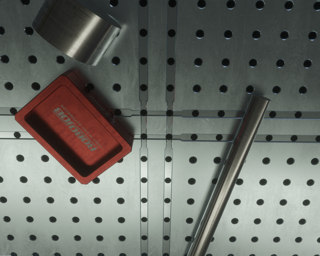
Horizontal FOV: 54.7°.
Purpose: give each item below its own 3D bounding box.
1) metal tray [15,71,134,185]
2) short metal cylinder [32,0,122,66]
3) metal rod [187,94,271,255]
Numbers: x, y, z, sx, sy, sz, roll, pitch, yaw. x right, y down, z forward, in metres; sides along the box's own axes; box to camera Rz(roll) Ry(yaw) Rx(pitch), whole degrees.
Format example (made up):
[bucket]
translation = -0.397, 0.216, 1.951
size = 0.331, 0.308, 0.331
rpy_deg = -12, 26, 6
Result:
[metal tray]
translation = -0.110, 0.002, 0.410
size = 0.090, 0.030, 0.130
rpy_deg = -37, 106, 12
[short metal cylinder]
translation = -0.090, -0.113, 0.341
size = 0.080, 0.080, 0.050
rpy_deg = 34, 107, -12
[metal rod]
translation = 0.089, 0.095, 0.448
size = 0.025, 0.025, 0.298
rpy_deg = 15, 109, -6
